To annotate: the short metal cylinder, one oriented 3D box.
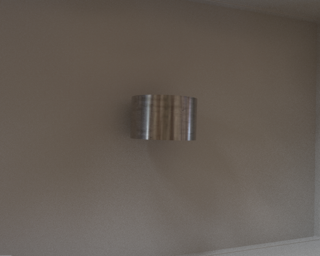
[{"bbox_3d":[0.005,-0.011,0.380,0.081,0.080,0.050,2,90,-20],"label":"short metal cylinder"}]
